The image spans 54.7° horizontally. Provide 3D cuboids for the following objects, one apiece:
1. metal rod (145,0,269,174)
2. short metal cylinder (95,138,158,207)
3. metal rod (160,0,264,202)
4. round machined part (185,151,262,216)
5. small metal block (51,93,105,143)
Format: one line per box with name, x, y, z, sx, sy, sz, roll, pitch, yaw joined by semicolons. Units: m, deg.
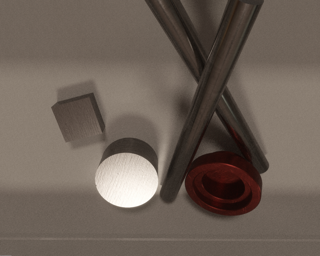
metal rod;0.065;-0.034;0.339;0.025;0.025;0.300;-32;131;11
short metal cylinder;-0.043;0.059;0.419;0.081;0.050;0.079;0;110;-1
metal rod;0.038;-0.001;0.339;0.025;0.025;0.298;10;138;-4
round machined part;0.086;0.069;0.416;0.098;0.042;0.097;11;129;14
small metal block;-0.105;-0.014;0.405;0.050;0.025;0.050;-14;110;5
